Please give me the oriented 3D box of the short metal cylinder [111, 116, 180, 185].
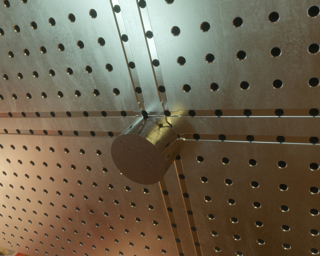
[{"bbox_3d":[-0.019,0.030,0.425,0.080,0.050,0.080,13,124,21],"label":"short metal cylinder"}]
